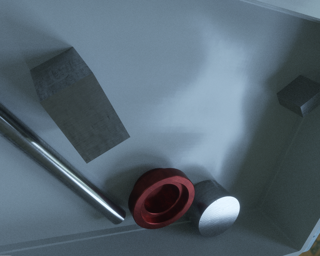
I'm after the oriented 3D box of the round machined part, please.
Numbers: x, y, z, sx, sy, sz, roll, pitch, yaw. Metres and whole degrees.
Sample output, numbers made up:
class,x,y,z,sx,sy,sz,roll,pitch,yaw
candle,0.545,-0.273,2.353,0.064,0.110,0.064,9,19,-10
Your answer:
class,x,y,z,sx,sy,sz,roll,pitch,yaw
round machined part,-0.001,0.099,0.460,0.099,0.042,0.097,-14,125,-21

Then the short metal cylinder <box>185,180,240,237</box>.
class,x,y,z,sx,sy,sz,roll,pitch,yaw
short metal cylinder,0.086,0.135,0.520,0.081,0.050,0.079,-13,119,-24

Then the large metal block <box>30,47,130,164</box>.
class,x,y,z,sx,sy,sz,roll,pitch,yaw
large metal block,-0.081,-0.025,0.314,0.050,0.080,0.080,-32,129,-8

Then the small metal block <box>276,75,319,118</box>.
class,x,y,z,sx,sy,sz,roll,pitch,yaw
small metal block,0.223,-0.051,0.486,0.050,0.050,0.025,-38,130,-3

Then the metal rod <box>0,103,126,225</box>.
class,x,y,z,sx,sy,sz,roll,pitch,yaw
metal rod,-0.129,0.037,0.361,0.025,0.025,0.300,-38,130,-3
